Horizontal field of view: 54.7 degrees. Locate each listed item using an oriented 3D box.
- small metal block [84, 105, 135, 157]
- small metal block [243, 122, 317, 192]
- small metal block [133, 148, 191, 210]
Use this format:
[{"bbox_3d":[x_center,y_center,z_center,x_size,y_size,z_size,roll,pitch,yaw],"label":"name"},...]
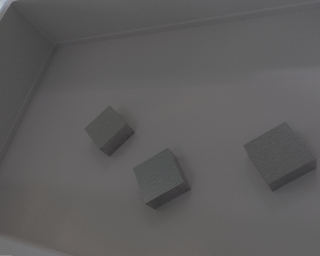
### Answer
[{"bbox_3d":[-0.072,0.004,0.442,0.050,0.025,0.050,-44,51,-2],"label":"small metal block"},{"bbox_3d":[0.124,0.030,0.322,0.050,0.025,0.050,-31,52,8],"label":"small metal block"},{"bbox_3d":[0.002,0.060,0.368,0.050,0.025,0.050,-31,52,8],"label":"small metal block"}]
